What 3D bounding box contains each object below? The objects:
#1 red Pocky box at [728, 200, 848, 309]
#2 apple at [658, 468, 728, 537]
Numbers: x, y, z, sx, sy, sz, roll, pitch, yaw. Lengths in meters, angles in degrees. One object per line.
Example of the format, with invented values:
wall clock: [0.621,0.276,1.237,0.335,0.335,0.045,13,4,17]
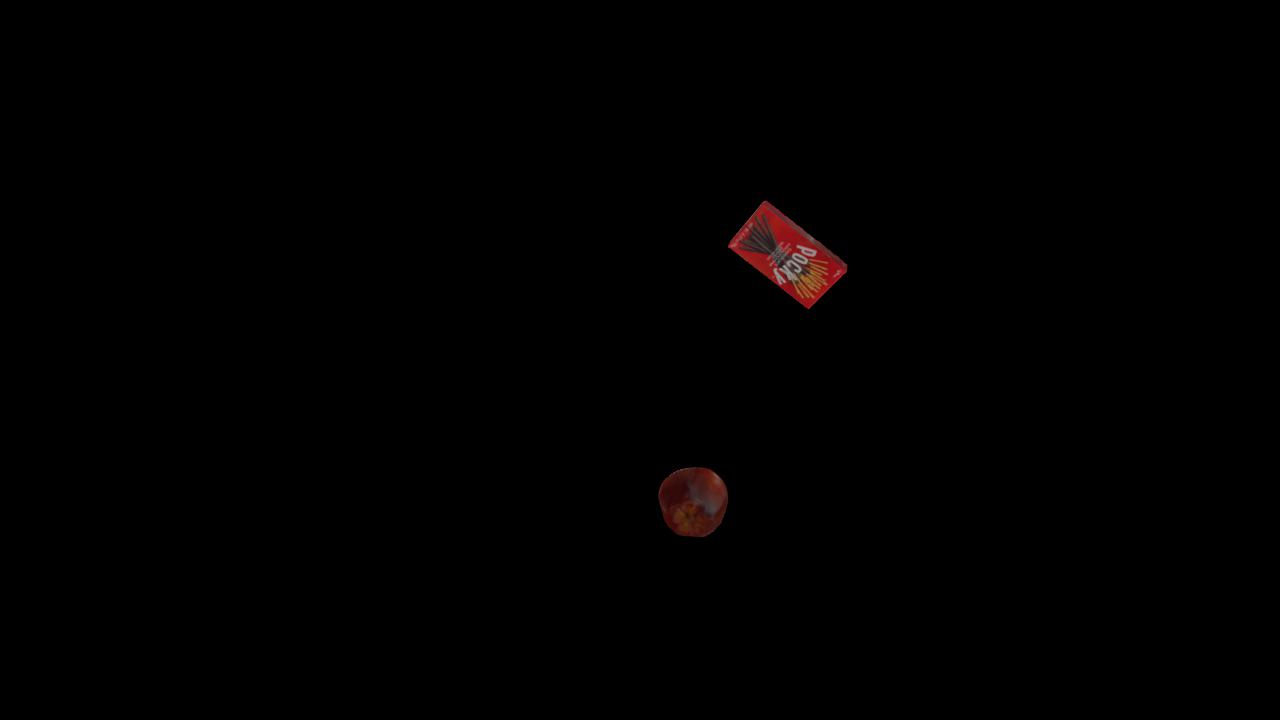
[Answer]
red Pocky box: [0.213,-0.150,0.888,0.155,0.083,0.028,37,34,-4]
apple: [0.059,0.159,0.691,0.079,0.079,0.093,0,13,14]
